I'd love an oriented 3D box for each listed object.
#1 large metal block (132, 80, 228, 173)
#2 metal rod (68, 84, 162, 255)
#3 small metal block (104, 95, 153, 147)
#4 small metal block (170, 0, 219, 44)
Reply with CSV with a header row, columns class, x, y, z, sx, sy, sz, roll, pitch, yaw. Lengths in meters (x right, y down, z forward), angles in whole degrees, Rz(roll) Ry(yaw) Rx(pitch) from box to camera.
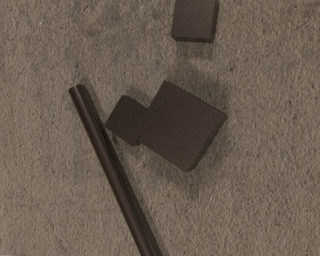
class,x,y,z,sx,sy,sz,roll,pitch,yaw
large metal block,0.026,-0.002,0.386,0.080,0.050,0.080,33,100,16
metal rod,-0.057,0.076,0.427,0.025,0.025,0.299,-29,81,17
small metal block,-0.040,-0.010,0.422,0.050,0.025,0.050,35,101,16
small metal block,0.044,-0.137,0.393,0.050,0.025,0.050,9,93,19
